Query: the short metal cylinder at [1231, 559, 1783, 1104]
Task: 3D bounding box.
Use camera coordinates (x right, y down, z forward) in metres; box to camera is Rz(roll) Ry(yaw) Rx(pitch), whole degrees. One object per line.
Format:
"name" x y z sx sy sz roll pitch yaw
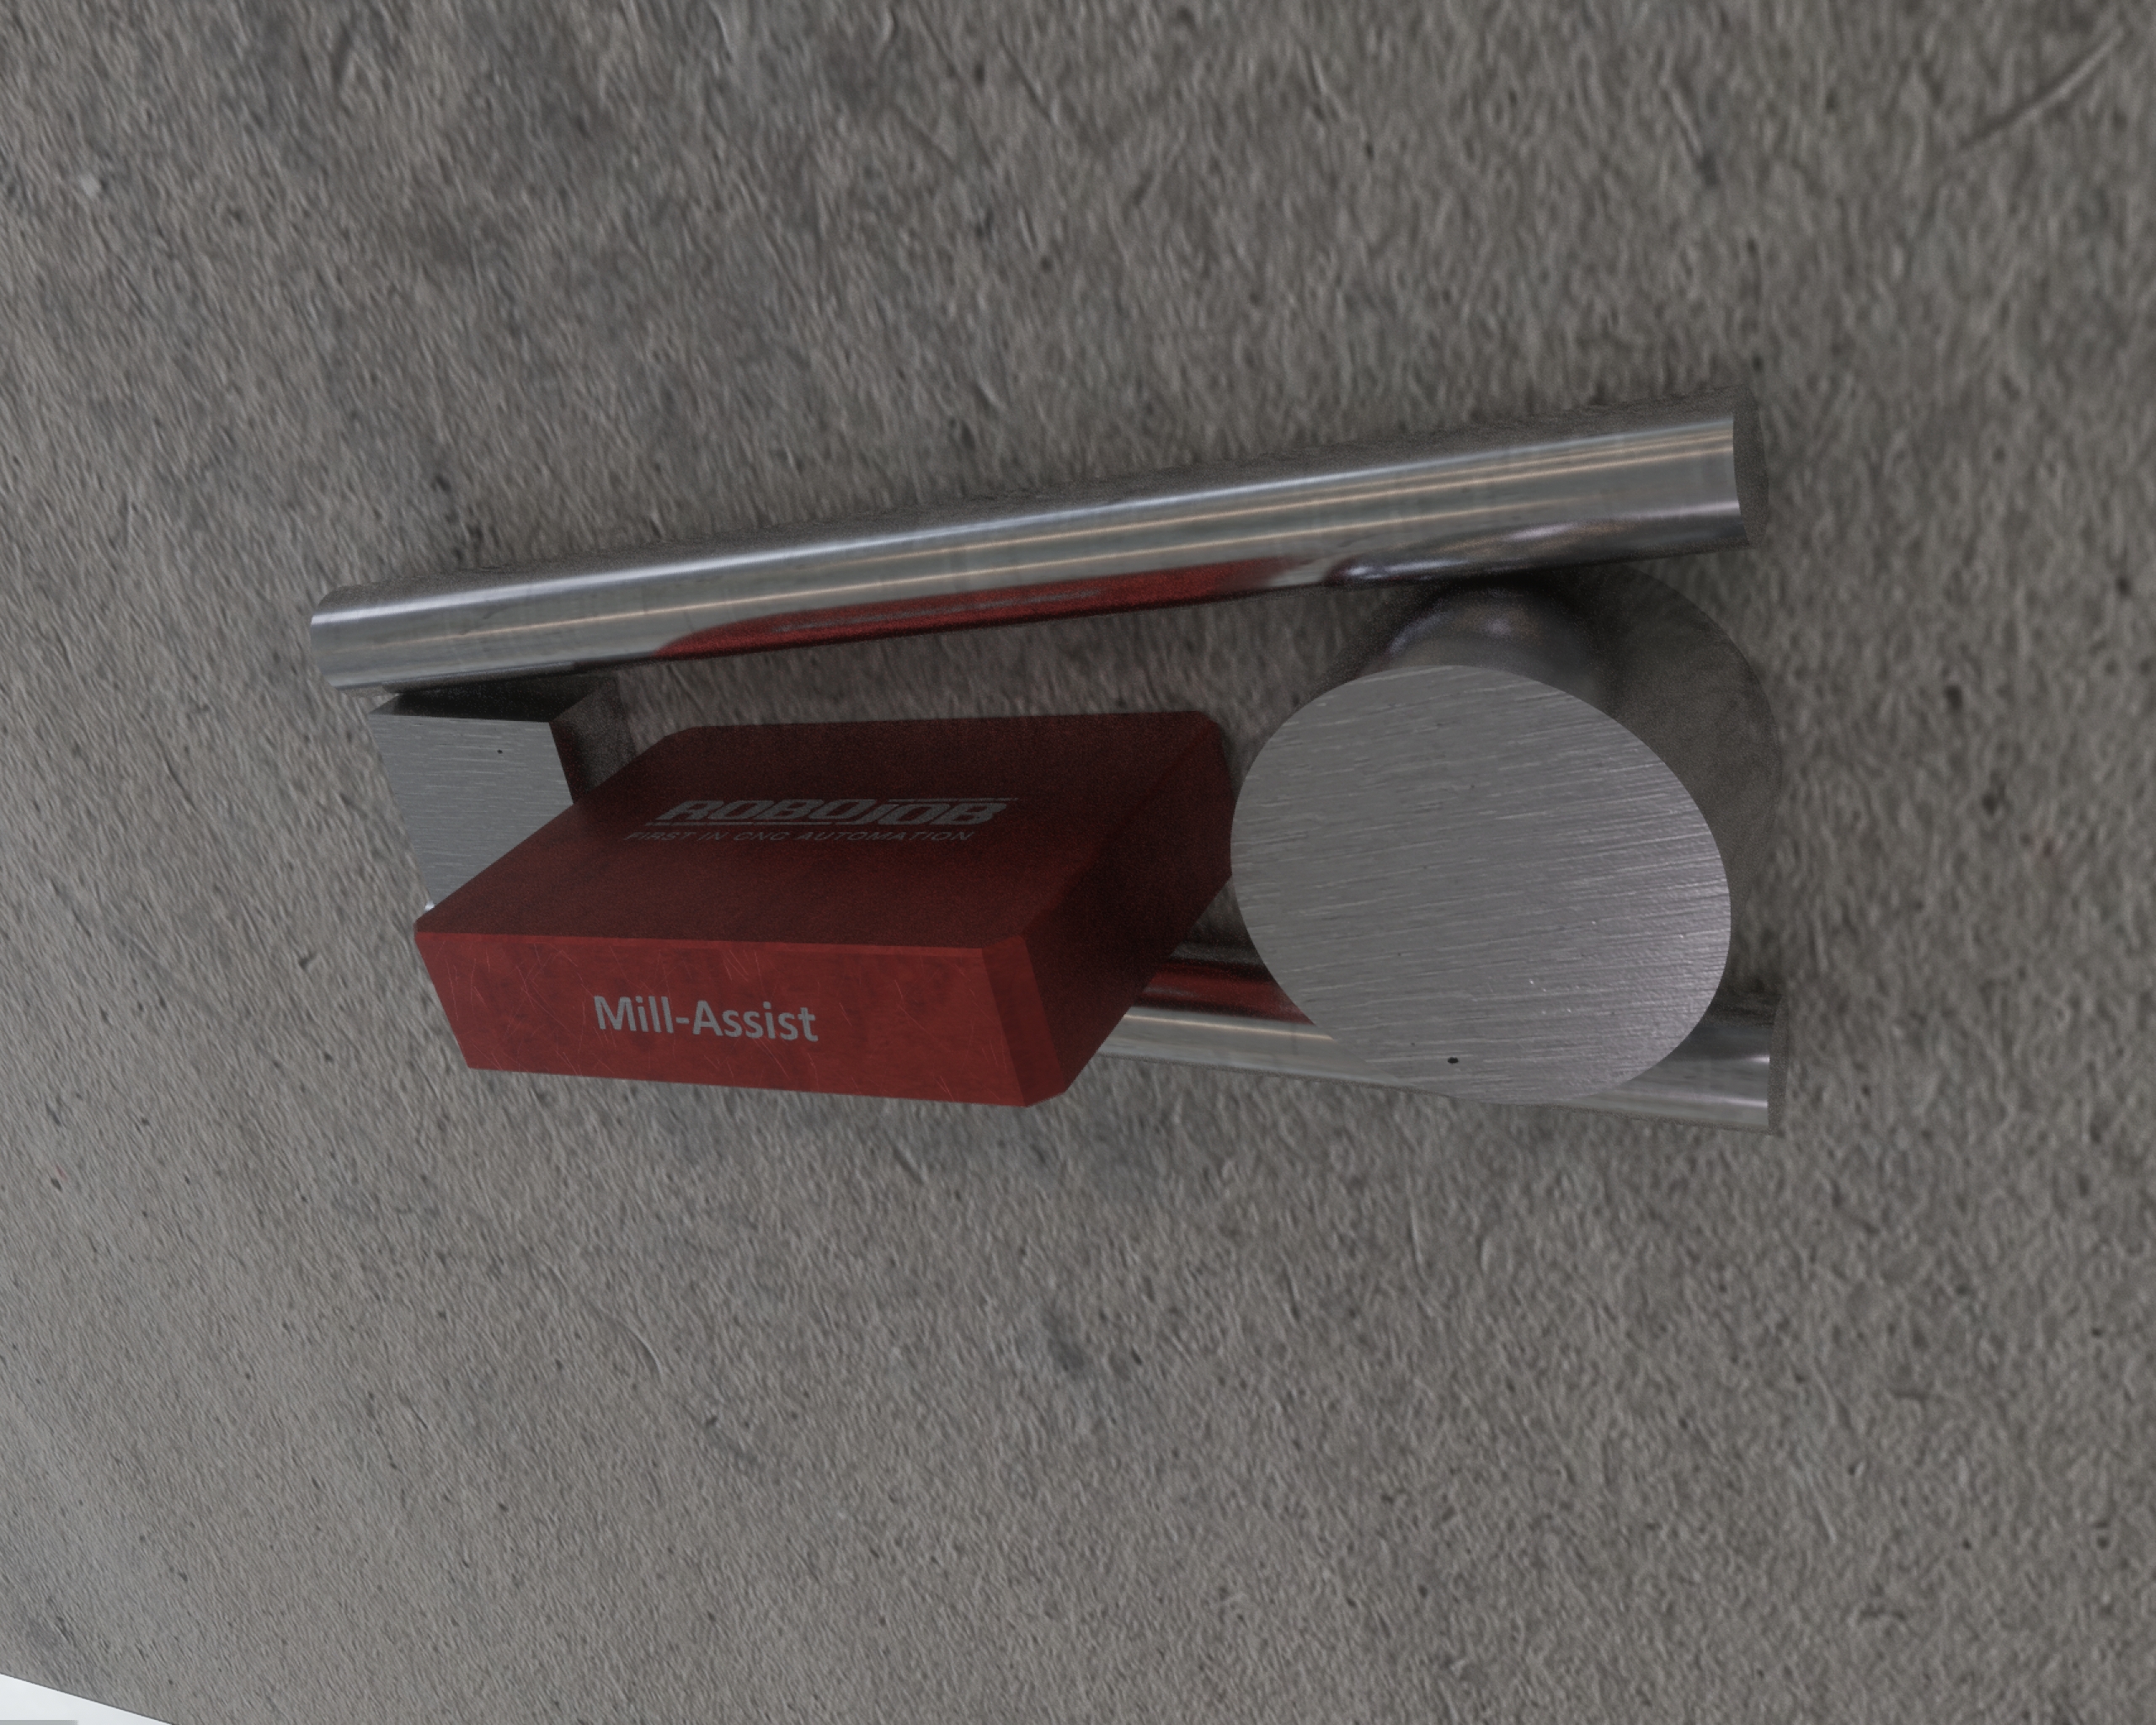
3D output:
"short metal cylinder" 0.072 -0.007 0.349 0.080 0.050 0.079 13 124 21

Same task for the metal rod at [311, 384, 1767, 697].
"metal rod" -0.029 -0.055 0.390 0.300 0.025 0.025 -2 117 29

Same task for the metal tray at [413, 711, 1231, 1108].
"metal tray" -0.045 0.005 0.392 0.130 0.090 0.030 0 118 28

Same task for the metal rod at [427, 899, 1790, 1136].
"metal rod" -0.012 0.026 0.431 0.301 0.025 0.025 4 120 26

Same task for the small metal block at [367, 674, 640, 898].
"small metal block" -0.123 -0.015 0.465 0.050 0.025 0.050 4 121 26
